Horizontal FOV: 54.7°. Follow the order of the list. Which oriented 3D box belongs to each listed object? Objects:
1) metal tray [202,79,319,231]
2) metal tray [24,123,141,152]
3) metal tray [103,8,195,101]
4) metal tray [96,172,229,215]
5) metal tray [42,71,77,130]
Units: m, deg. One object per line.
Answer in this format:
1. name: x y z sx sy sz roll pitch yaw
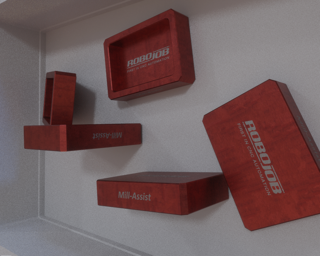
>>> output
1. metal tray: 0.107 0.028 0.314 0.090 0.030 0.129 -31 71 35
2. metal tray: -0.100 0.010 0.418 0.090 0.131 0.030 0 91 39
3. metal tray: -0.019 -0.092 0.417 0.130 0.030 0.089 -10 84 39
4. metal tray: 0.001 0.071 0.361 0.130 0.091 0.030 -6 86 39
5. metal tray: -0.167 -0.045 0.504 0.130 0.030 0.089 18 103 63
